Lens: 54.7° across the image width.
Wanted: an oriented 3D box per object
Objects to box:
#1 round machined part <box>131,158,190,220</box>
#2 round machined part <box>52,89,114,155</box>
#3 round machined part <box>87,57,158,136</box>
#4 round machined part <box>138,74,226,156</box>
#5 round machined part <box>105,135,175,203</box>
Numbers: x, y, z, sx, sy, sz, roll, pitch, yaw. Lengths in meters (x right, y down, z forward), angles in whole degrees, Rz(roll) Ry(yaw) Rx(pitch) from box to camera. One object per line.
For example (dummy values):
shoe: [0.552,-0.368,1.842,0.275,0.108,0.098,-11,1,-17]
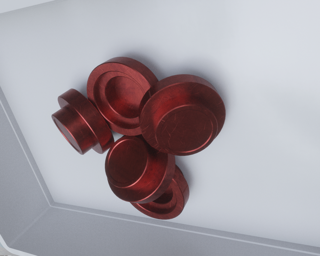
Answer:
round machined part: [-0.003,0.081,0.447,0.098,0.042,0.097,13,124,21]
round machined part: [-0.110,-0.002,0.424,0.098,0.042,0.098,41,156,23]
round machined part: [-0.039,-0.042,0.389,0.098,0.042,0.097,13,124,21]
round machined part: [0.026,-0.007,0.348,0.099,0.042,0.097,-4,125,-6]
round machined part: [-0.033,0.047,0.405,0.098,0.098,0.042,-6,159,31]
